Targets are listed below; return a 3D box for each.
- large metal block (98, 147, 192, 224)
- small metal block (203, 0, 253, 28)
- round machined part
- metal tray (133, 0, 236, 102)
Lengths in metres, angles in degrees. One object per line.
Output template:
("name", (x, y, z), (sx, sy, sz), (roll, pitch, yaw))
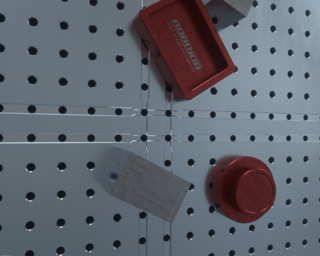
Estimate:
("large metal block", (-0.022, 0.066, 0.375), (0.080, 0.080, 0.050), (30, 80, -18))
("small metal block", (0.091, -0.171, 0.432), (0.050, 0.050, 0.025), (27, 81, -18))
("round machined part", (0.128, 0.090, 0.451), (0.099, 0.042, 0.097), (0, 90, -20))
("metal tray", (0.035, -0.113, 0.422), (0.090, 0.030, 0.130), (-33, 101, -17))
